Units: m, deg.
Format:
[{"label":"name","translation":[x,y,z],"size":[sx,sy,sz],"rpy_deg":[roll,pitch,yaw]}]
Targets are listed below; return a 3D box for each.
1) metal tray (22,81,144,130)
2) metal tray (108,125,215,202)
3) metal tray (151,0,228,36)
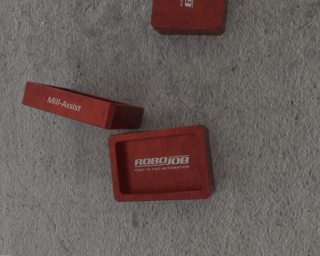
[{"label":"metal tray","translation":[-0.098,-0.029,0.409],"size":[0.130,0.090,0.030],"rpy_deg":[15,96,19]},{"label":"metal tray","translation":[0.000,0.047,0.406],"size":[0.130,0.030,0.089],"rpy_deg":[-7,88,19]},{"label":"metal tray","translation":[0.041,-0.186,0.392],"size":[0.090,0.030,0.129],"rpy_deg":[7,92,19]}]
